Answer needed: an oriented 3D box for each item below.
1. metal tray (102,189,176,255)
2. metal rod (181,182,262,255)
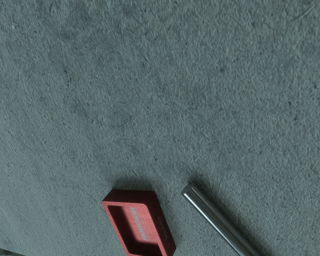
[{"bbox_3d":[-0.034,0.166,0.523,0.090,0.030,0.129,-5,116,30],"label":"metal tray"},{"bbox_3d":[0.140,0.195,0.453,0.300,0.025,0.025,48,129,-6],"label":"metal rod"}]
